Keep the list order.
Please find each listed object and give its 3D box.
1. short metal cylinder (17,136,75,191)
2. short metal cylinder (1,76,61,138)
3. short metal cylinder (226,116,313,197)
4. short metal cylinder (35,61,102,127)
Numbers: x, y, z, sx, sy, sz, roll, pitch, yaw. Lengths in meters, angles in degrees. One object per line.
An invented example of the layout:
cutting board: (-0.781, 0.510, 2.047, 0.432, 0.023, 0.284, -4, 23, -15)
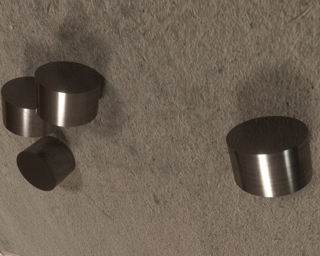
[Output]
short metal cylinder: (-0.193, 0.060, 0.527, 0.080, 0.050, 0.079, 13, 124, 20)
short metal cylinder: (-0.182, -0.031, 0.446, 0.080, 0.080, 0.050, 27, 128, 11)
short metal cylinder: (0.115, 0.027, 0.327, 0.080, 0.080, 0.050, -3, 117, 29)
short metal cylinder: (-0.120, -0.046, 0.404, 0.080, 0.080, 0.050, 25, 127, 12)
